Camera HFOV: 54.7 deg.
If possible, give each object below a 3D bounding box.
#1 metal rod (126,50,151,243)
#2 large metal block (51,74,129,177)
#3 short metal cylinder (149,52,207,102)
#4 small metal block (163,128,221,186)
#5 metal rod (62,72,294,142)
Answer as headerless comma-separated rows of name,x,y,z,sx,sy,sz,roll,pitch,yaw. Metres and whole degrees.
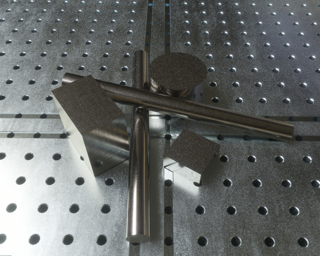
metal rod,-0.026,-0.002,0.409,0.025,0.025,0.300,-1,50,-1
large metal block,-0.081,-0.003,0.372,0.050,0.080,0.080,-28,56,-22
short metal cylinder,0.025,-0.064,0.445,0.081,0.050,0.080,0,50,0
small metal block,0.039,0.034,0.380,0.050,0.025,0.050,27,55,20
metal rod,0.023,-0.027,0.406,0.302,0.025,0.025,13,51,0
